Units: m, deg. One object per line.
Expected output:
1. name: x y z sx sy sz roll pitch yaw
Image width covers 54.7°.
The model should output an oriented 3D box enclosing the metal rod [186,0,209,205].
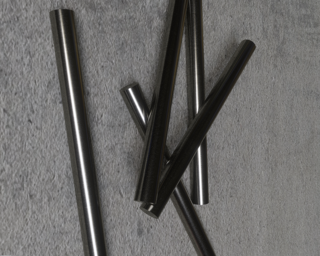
1. metal rod: 0.053 -0.040 0.448 0.025 0.025 0.298 -4 93 -40

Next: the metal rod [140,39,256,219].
1. metal rod: 0.062 -0.015 0.422 0.025 0.025 0.301 49 61 -29

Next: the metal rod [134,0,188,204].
1. metal rod: 0.007 -0.059 0.385 0.025 0.025 0.299 24 68 -38

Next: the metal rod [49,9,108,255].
1. metal rod: -0.084 0.029 0.334 0.025 0.025 0.298 -11 97 -40

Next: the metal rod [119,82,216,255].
1. metal rod: 0.020 0.079 0.421 0.025 0.025 0.299 -37 113 -34
